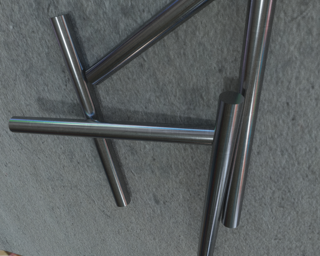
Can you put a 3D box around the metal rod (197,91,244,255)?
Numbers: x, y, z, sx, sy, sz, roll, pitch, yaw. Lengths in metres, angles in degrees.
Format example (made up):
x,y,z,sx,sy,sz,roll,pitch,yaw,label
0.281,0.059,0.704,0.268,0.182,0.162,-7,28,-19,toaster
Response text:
x,y,z,sx,sy,sz,roll,pitch,yaw,label
0.072,0.087,0.403,0.025,0.025,0.298,16,131,19,metal rod

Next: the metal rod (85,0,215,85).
x,y,z,sx,sy,sz,roll,pitch,yaw,label
0.020,-0.121,0.320,0.299,0.025,0.025,-26,104,36,metal rod

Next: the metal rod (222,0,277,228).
x,y,z,sx,sy,sz,roll,pitch,yaw,label
0.096,0.004,0.357,0.025,0.025,0.298,12,124,21,metal rod

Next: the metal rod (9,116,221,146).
x,y,z,sx,sy,sz,roll,pitch,yaw,label
-0.070,0.002,0.415,0.301,0.025,0.025,3,120,16,metal rod

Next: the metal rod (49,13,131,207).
x,y,z,sx,sy,sz,roll,pitch,yaw,label
-0.093,-0.009,0.448,0.025,0.025,0.298,0,119,28,metal rod
